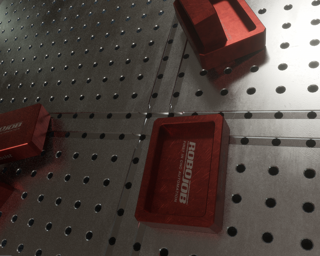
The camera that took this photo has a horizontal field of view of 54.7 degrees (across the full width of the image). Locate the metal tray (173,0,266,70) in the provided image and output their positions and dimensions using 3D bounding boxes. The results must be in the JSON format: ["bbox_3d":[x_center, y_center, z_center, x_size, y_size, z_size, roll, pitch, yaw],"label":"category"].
[{"bbox_3d":[0.081,-0.150,0.442,0.090,0.030,0.130,-21,55,4],"label":"metal tray"}]

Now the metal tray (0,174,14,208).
[{"bbox_3d":[-0.304,0.102,0.499,0.130,0.030,0.090,25,75,36],"label":"metal tray"}]

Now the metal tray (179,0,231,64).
[{"bbox_3d":[0.054,-0.159,0.434,0.030,0.090,0.130,-28,52,12],"label":"metal tray"}]

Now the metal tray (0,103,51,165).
[{"bbox_3d":[-0.251,0.015,0.502,0.131,0.030,0.090,-14,46,8],"label":"metal tray"}]

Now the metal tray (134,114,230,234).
[{"bbox_3d":[0.028,0.049,0.359,0.090,0.030,0.130,-3,60,26],"label":"metal tray"}]
